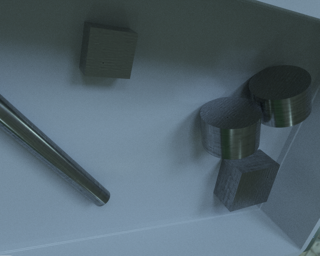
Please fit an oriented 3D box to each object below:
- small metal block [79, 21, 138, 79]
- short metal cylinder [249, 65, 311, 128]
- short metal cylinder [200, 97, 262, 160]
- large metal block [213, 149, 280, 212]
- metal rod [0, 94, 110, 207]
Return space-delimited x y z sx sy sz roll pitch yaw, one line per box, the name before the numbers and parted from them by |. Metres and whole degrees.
small metal block | -0.055 -0.081 0.329 0.050 0.025 0.050 -1 119 -29
short metal cylinder | 0.171 -0.046 0.441 0.080 0.080 0.050 -31 129 -9
short metal cylinder | 0.097 -0.001 0.427 0.081 0.080 0.050 -20 126 -17
large metal block | 0.147 0.088 0.530 0.081 0.050 0.079 -7 122 -25
metal rod | -0.146 0.003 0.330 0.025 0.025 0.300 -38 130 -3
